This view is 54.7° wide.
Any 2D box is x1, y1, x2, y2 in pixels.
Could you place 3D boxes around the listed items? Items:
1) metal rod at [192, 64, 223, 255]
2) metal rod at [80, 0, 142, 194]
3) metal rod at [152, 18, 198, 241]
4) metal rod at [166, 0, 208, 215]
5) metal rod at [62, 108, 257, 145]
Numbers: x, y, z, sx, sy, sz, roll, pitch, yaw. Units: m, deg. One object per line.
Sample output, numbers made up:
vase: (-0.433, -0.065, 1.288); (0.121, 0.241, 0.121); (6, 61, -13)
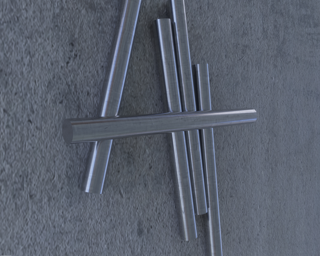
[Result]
metal rod: (0.071, 0.056, 0.464); (0.025, 0.025, 0.298); (-9, 96, -40)
metal rod: (-0.049, -0.075, 0.363); (0.025, 0.025, 0.299); (17, 79, -39)
metal rod: (0.021, 0.007, 0.422); (0.025, 0.025, 0.298); (-13, 98, -39)
metal rod: (0.039, -0.025, 0.436); (0.025, 0.025, 0.298); (-12, 98, -39)
metal rod: (0.027, -0.008, 0.393); (0.302, 0.025, 0.025); (-6, 94, -40)
